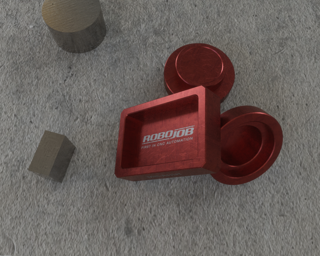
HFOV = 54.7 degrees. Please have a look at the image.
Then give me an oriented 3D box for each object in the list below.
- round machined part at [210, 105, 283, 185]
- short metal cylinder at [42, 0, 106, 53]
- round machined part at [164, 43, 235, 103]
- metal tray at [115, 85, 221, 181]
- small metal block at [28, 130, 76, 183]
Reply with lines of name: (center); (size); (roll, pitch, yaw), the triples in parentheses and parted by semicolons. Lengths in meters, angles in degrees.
round machined part: (0.093, 0.017, 0.375); (0.099, 0.097, 0.042); (-20, 31, -8)
short metal cylinder: (-0.123, -0.157, 0.451); (0.081, 0.050, 0.080); (0, 70, 0)
round machined part: (0.055, -0.077, 0.428); (0.099, 0.042, 0.098); (0, 70, -1)
metal tray: (0.006, 0.011, 0.360); (0.130, 0.030, 0.090); (-13, 64, 38)
small metal block: (-0.130, 0.036, 0.380); (0.025, 0.050, 0.050); (15, 71, 5)
